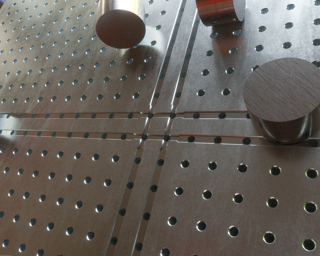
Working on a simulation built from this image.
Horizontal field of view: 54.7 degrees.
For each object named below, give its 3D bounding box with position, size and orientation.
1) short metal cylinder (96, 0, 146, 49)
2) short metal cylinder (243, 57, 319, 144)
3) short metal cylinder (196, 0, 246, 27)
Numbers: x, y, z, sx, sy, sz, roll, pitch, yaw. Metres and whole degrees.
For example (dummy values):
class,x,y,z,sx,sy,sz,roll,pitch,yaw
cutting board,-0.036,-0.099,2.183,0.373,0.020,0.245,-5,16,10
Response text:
class,x,y,z,sx,sy,sz,roll,pitch,yaw
short metal cylinder,-0.065,-0.180,0.517,0.080,0.080,0.050,-16,55,19
short metal cylinder,0.136,-0.030,0.339,0.080,0.050,0.080,-13,56,21
short metal cylinder,0.088,-0.190,0.443,0.050,0.080,0.080,0,62,28
